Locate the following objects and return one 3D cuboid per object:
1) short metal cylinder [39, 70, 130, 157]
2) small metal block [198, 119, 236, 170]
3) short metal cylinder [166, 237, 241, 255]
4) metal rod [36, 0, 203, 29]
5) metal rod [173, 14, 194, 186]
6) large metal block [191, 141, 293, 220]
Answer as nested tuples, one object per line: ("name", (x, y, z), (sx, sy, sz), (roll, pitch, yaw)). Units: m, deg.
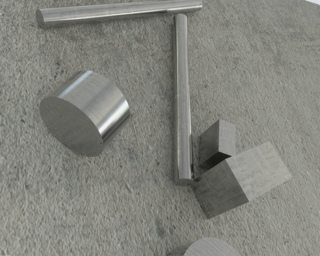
("short metal cylinder", (-0.080, -0.015, 0.334), (0.080, 0.080, 0.050), (38, 51, -3))
("small metal block", (0.076, 0.024, 0.414), (0.025, 0.050, 0.050), (20, 54, -17))
("short metal cylinder", (0.043, 0.157, 0.315), (0.081, 0.050, 0.080), (14, 56, -21))
("metal rod", (-0.043, -0.188, 0.494), (0.302, 0.025, 0.025), (-21, 73, -36))
("metal rod", (0.032, -0.061, 0.457), (0.025, 0.025, 0.299), (15, 56, -20))
("large metal block", (0.097, 0.065, 0.381), (0.081, 0.080, 0.050), (-16, 70, -34))
